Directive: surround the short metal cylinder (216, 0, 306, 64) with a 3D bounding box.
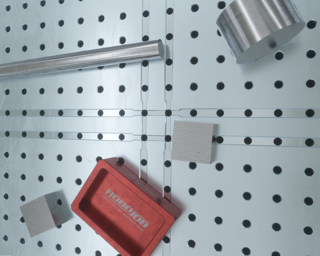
[{"bbox_3d":[0.110,-0.114,0.344,0.080,0.080,0.050,-28,81,17],"label":"short metal cylinder"}]

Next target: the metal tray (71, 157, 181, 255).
[{"bbox_3d":[-0.049,0.113,0.426,0.130,0.030,0.090,36,101,16],"label":"metal tray"}]

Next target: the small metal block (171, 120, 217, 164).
[{"bbox_3d":[0.044,0.017,0.397,0.050,0.025,0.050,5,92,19],"label":"small metal block"}]

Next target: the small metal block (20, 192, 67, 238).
[{"bbox_3d":[-0.179,0.132,0.474,0.050,0.025,0.050,-27,82,17],"label":"small metal block"}]

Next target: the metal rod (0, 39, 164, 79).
[{"bbox_3d":[-0.140,-0.098,0.460,0.301,0.025,0.025,-3,89,19],"label":"metal rod"}]
